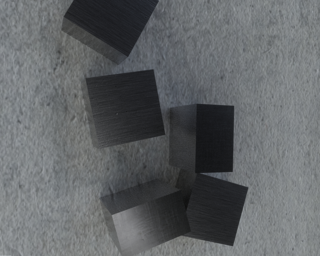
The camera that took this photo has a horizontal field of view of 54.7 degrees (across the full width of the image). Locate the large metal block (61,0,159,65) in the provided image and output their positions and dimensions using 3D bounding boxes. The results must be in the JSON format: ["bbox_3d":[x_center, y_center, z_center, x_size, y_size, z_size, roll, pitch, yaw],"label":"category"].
[{"bbox_3d":[-0.061,-0.136,0.374,0.080,0.050,0.080,30,80,-18],"label":"large metal block"}]

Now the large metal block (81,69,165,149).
[{"bbox_3d":[-0.046,-0.023,0.379,0.081,0.050,0.079,-12,94,-20],"label":"large metal block"}]

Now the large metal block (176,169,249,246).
[{"bbox_3d":[0.063,0.105,0.420,0.081,0.050,0.080,19,84,-20],"label":"large metal block"}]

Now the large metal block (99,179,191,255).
[{"bbox_3d":[-0.021,0.104,0.373,0.081,0.080,0.050,-16,96,-20],"label":"large metal block"}]

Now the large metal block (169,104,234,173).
[{"bbox_3d":[0.051,0.012,0.400,0.050,0.080,0.079,1,90,-20],"label":"large metal block"}]
